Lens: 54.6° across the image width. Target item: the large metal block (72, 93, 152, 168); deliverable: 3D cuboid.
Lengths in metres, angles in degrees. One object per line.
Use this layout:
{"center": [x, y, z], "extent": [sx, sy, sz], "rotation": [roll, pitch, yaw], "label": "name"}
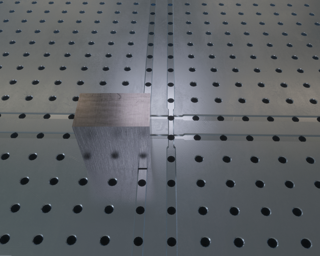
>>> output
{"center": [-0.051, 0.005, 0.368], "extent": [0.080, 0.080, 0.050], "rotation": [0, 50, 0], "label": "large metal block"}
